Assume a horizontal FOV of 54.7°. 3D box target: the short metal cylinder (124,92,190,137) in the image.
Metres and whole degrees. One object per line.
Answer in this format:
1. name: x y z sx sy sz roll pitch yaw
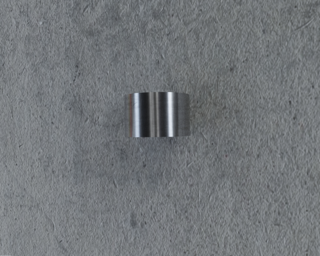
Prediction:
1. short metal cylinder: -0.003 -0.015 0.382 0.080 0.080 0.050 -1 90 19
